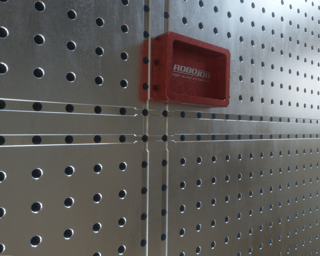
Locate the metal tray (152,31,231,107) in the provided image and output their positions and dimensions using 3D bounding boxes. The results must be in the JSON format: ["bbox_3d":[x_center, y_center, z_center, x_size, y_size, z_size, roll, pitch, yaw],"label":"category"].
[{"bbox_3d":[0.049,-0.079,0.449,0.131,0.030,0.089,2,89,-40],"label":"metal tray"}]
